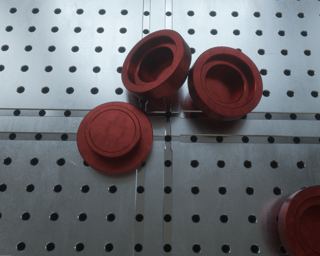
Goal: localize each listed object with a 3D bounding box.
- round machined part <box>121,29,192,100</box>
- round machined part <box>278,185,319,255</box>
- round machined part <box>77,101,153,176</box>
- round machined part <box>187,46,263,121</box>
[{"bbox_3d":[-0.001,-0.080,0.416,0.098,0.042,0.098,-17,56,28],"label":"round machined part"},{"bbox_3d":[0.187,0.119,0.362,0.099,0.042,0.098,0,70,-1],"label":"round machined part"},{"bbox_3d":[-0.058,0.010,0.398,0.099,0.042,0.098,0,70,-1],"label":"round machined part"},{"bbox_3d":[0.083,-0.056,0.416,0.099,0.042,0.098,4,74,-13],"label":"round machined part"}]
